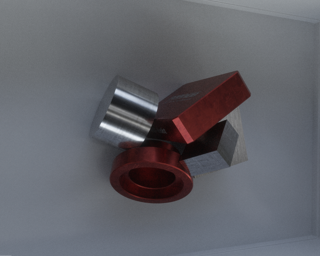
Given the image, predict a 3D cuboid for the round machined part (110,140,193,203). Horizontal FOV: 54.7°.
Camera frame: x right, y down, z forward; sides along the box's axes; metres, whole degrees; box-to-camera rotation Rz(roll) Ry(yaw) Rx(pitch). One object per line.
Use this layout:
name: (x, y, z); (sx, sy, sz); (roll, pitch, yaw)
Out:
round machined part: (-0.009, 0.051, 0.378); (0.099, 0.097, 0.042); (22, 47, -19)

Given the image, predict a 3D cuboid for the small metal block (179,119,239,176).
small metal block: (0.055, 0.022, 0.345); (0.025, 0.050, 0.050); (50, 43, -21)

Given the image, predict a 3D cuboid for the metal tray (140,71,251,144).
metal tray: (0.032, -0.023, 0.366); (0.090, 0.130, 0.030); (-37, 103, -17)

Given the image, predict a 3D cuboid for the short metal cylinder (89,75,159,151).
short metal cylinder: (-0.043, -0.016, 0.364); (0.050, 0.080, 0.080); (24, 82, -19)

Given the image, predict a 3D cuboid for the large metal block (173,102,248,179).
large metal block: (0.063, 0.012, 0.412); (0.081, 0.050, 0.079); (-15, 100, -20)
